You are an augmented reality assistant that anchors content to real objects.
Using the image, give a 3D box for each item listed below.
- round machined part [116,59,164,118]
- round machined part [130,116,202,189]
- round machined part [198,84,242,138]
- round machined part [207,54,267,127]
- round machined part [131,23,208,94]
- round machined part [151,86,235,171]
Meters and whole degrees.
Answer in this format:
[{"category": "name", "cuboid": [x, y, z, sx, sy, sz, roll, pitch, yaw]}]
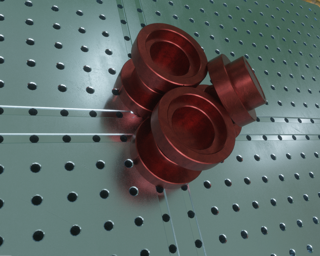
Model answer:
[{"category": "round machined part", "cuboid": [-0.008, -0.063, 0.432, 0.099, 0.042, 0.098, 13, 56, -21]}, {"category": "round machined part", "cuboid": [0.015, 0.024, 0.391, 0.099, 0.042, 0.098, 13, 56, -21]}, {"category": "round machined part", "cuboid": [0.081, -0.025, 0.456, 0.099, 0.042, 0.098, 13, 56, -21]}, {"category": "round machined part", "cuboid": [0.105, -0.054, 0.405, 0.098, 0.042, 0.098, 45, 30, -35]}, {"category": "round machined part", "cuboid": [0.009, -0.083, 0.398, 0.099, 0.042, 0.098, 13, 56, -21]}, {"category": "round machined part", "cuboid": [0.034, 0.004, 0.358, 0.099, 0.042, 0.098, 13, 56, -21]}]
